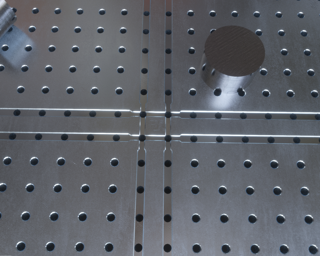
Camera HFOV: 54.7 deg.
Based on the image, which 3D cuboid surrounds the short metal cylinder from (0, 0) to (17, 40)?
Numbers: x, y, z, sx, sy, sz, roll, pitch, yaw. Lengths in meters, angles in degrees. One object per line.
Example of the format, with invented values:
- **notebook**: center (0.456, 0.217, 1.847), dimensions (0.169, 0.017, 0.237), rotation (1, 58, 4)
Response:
- **short metal cylinder**: center (-0.255, -0.163, 0.439), dimensions (0.080, 0.080, 0.050), rotation (27, 72, 9)

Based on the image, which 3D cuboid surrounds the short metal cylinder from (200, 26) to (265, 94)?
- **short metal cylinder**: center (0.099, -0.095, 0.434), dimensions (0.081, 0.050, 0.080), rotation (0, 70, 0)
